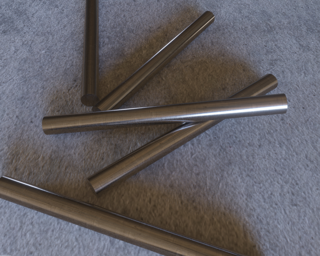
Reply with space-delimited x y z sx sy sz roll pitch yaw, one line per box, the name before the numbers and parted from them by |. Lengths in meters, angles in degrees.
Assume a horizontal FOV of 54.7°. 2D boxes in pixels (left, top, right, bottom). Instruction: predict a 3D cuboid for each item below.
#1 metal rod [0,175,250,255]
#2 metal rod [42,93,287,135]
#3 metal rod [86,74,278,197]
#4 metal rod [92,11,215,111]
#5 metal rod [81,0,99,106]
metal rod | -0.034 0.103 0.316 0.301 0.025 0.025 15 52 11
metal rod | 0.001 -0.017 0.390 0.302 0.025 0.025 -5 50 5
metal rod | 0.045 -0.002 0.404 0.302 0.025 0.025 -29 56 -23
metal rod | 0.004 -0.113 0.497 0.025 0.025 0.301 29 55 21
metal rod | -0.117 -0.153 0.529 0.025 0.025 0.300 -5 50 -5
